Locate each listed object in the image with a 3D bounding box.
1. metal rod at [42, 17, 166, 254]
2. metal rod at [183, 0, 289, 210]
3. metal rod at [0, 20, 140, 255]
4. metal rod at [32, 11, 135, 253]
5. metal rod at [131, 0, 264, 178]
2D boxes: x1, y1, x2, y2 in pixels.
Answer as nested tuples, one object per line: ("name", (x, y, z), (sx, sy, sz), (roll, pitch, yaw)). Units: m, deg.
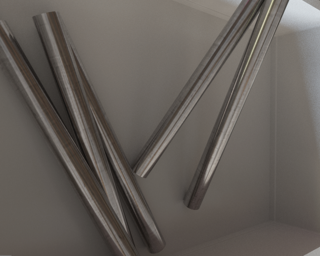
("metal rod", (-0.058, 0.022, 0.357), (0.025, 0.025, 0.299), (-35, 112, -34))
("metal rod", (0.090, -0.022, 0.395), (0.025, 0.025, 0.298), (0, 118, -40))
("metal rod", (-0.086, 0.039, 0.310), (0.025, 0.025, 0.299), (-35, 104, -35))
("metal rod", (-0.070, 0.033, 0.332), (0.025, 0.025, 0.298), (-28, 112, -36))
("metal rod", (0.056, -0.068, 0.373), (0.025, 0.025, 0.299), (30, 96, -36))
